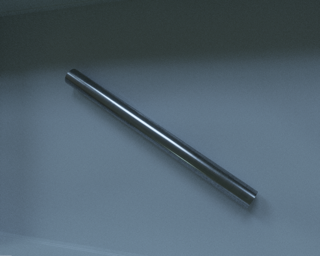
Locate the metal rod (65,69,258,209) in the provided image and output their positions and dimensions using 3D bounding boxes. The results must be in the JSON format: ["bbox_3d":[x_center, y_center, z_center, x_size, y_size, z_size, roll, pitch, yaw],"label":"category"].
[{"bbox_3d":[-0.010,0.005,0.411,0.300,0.025,0.025,34,101,16],"label":"metal rod"}]
